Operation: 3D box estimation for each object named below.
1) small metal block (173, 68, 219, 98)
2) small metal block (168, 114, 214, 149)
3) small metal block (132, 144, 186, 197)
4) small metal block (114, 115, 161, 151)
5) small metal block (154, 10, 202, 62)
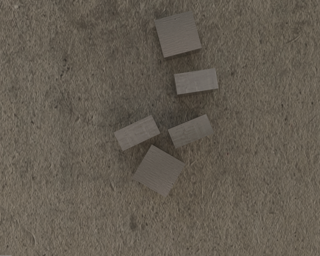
[{"bbox_3d":[0.044,-0.056,0.398,0.050,0.050,0.025,-9,90,0],"label":"small metal block"},{"bbox_3d":[0.037,0.004,0.398,0.050,0.050,0.025,-22,90,0],"label":"small metal block"},{"bbox_3d":[-0.001,0.055,0.410,0.050,0.025,0.050,30,90,0],"label":"small metal block"},{"bbox_3d":[-0.027,0.006,0.397,0.050,0.050,0.025,-25,90,0],"label":"small metal block"},{"bbox_3d":[0.023,-0.121,0.410,0.050,0.025,0.050,-15,90,0],"label":"small metal block"}]
